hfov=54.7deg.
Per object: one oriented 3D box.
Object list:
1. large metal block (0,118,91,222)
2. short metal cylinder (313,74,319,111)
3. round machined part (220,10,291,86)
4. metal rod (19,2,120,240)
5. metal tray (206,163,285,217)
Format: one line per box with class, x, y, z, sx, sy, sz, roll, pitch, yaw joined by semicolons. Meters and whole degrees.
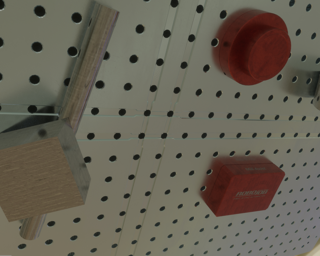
large metal block;-0.127;0.043;0.327;0.080;0.050;0.080;-13;113;1
short metal cylinder;0.297;-0.058;0.502;0.081;0.080;0.050;-15;125;-20
round machined part;0.132;-0.101;0.410;0.099;0.042;0.097;-14;124;-21
metal rod;-0.110;0.008;0.355;0.025;0.025;0.298;12;112;-33
metal tray;0.157;0.111;0.562;0.131;0.030;0.089;2;117;-30
